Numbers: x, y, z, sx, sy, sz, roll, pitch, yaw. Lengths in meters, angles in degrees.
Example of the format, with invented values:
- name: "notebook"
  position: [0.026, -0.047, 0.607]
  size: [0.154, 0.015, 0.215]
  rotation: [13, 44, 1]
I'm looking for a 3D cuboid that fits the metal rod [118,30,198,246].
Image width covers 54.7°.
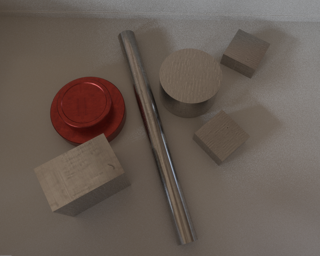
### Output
- name: "metal rod"
  position: [-0.009, -0.002, 0.410]
  size: [0.025, 0.025, 0.299]
  rotation: [-15, 71, -6]

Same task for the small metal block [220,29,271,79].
- name: "small metal block"
  position: [0.124, -0.108, 0.451]
  size: [0.050, 0.025, 0.050]
  rotation: [30, 72, 10]

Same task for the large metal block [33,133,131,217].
- name: "large metal block"
  position: [-0.084, 0.058, 0.358]
  size: [0.080, 0.080, 0.050]
  rotation: [-28, 73, -10]

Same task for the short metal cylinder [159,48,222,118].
- name: "short metal cylinder"
  position: [0.039, -0.059, 0.419]
  size: [0.081, 0.050, 0.080]
  rotation: [0, 70, 0]

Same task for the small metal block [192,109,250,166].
- name: "small metal block"
  position: [0.079, 0.013, 0.406]
  size: [0.050, 0.025, 0.050]
  rotation: [-40, 75, -13]

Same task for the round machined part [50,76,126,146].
- name: "round machined part"
  position: [-0.096, -0.025, 0.409]
  size: [0.099, 0.042, 0.098]
  rotation: [0, 70, -1]
